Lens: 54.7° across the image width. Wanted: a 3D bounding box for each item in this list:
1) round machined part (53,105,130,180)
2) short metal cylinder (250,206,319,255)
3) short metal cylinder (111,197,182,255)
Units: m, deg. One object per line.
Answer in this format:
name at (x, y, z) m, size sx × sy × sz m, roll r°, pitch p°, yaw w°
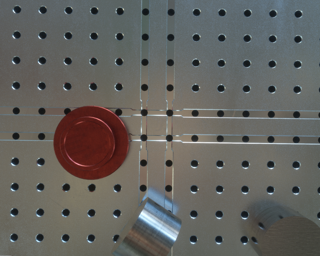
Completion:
round machined part at (-0.090, 0.019, 0.404) m, size 0.099 × 0.042 × 0.097 m, roll 0°, pitch 90°, yaw 0°
short metal cylinder at (0.164, 0.147, 0.402) m, size 0.081 × 0.050 × 0.079 m, roll 0°, pitch 90°, yaw 0°
short metal cylinder at (-0.017, 0.134, 0.386) m, size 0.050 × 0.080 × 0.080 m, roll 35°, pitch 90°, yaw 0°
